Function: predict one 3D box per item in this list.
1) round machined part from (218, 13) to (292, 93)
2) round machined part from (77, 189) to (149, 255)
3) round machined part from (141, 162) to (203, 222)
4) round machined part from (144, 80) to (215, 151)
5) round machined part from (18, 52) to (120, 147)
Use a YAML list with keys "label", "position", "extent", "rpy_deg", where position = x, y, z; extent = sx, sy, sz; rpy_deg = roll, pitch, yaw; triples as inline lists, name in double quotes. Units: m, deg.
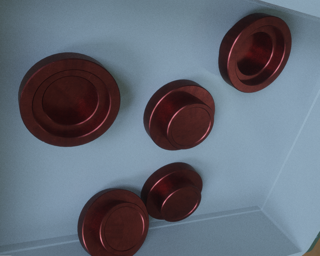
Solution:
- label: "round machined part"
  position: [0.116, -0.098, 0.400]
  extent: [0.099, 0.042, 0.097]
  rpy_deg: [-14, 124, -21]
- label: "round machined part"
  position: [-0.057, 0.132, 0.418]
  extent: [0.099, 0.042, 0.097]
  rpy_deg: [4, 82, -32]
- label: "round machined part"
  position: [0.024, 0.105, 0.475]
  extent: [0.099, 0.042, 0.097]
  rpy_deg: [-14, 124, -21]
- label: "round machined part"
  position: [0.032, -0.011, 0.408]
  extent: [0.099, 0.042, 0.097]
  rpy_deg: [-14, 124, -21]
- label: "round machined part"
  position: [-0.095, -0.032, 0.326]
  extent: [0.099, 0.042, 0.097]
  rpy_deg: [-14, 124, -21]
